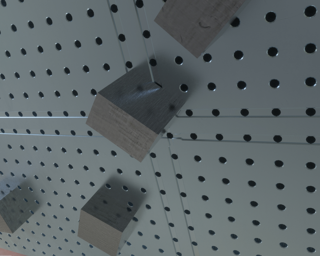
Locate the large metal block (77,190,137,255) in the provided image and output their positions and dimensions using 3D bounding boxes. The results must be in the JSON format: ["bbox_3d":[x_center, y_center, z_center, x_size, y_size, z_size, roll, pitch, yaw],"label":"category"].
[{"bbox_3d":[-0.095,0.170,0.548,0.080,0.050,0.079,25,127,12],"label":"large metal block"}]

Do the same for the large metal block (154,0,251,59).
[{"bbox_3d":[0.051,-0.119,0.275,0.050,0.080,0.080,41,129,-1],"label":"large metal block"}]

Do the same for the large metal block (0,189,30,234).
[{"bbox_3d":[-0.353,0.183,0.691,0.080,0.050,0.080,-4,117,29],"label":"large metal block"}]

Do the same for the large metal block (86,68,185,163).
[{"bbox_3d":[-0.028,-0.018,0.378,0.080,0.080,0.050,35,129,5],"label":"large metal block"}]
